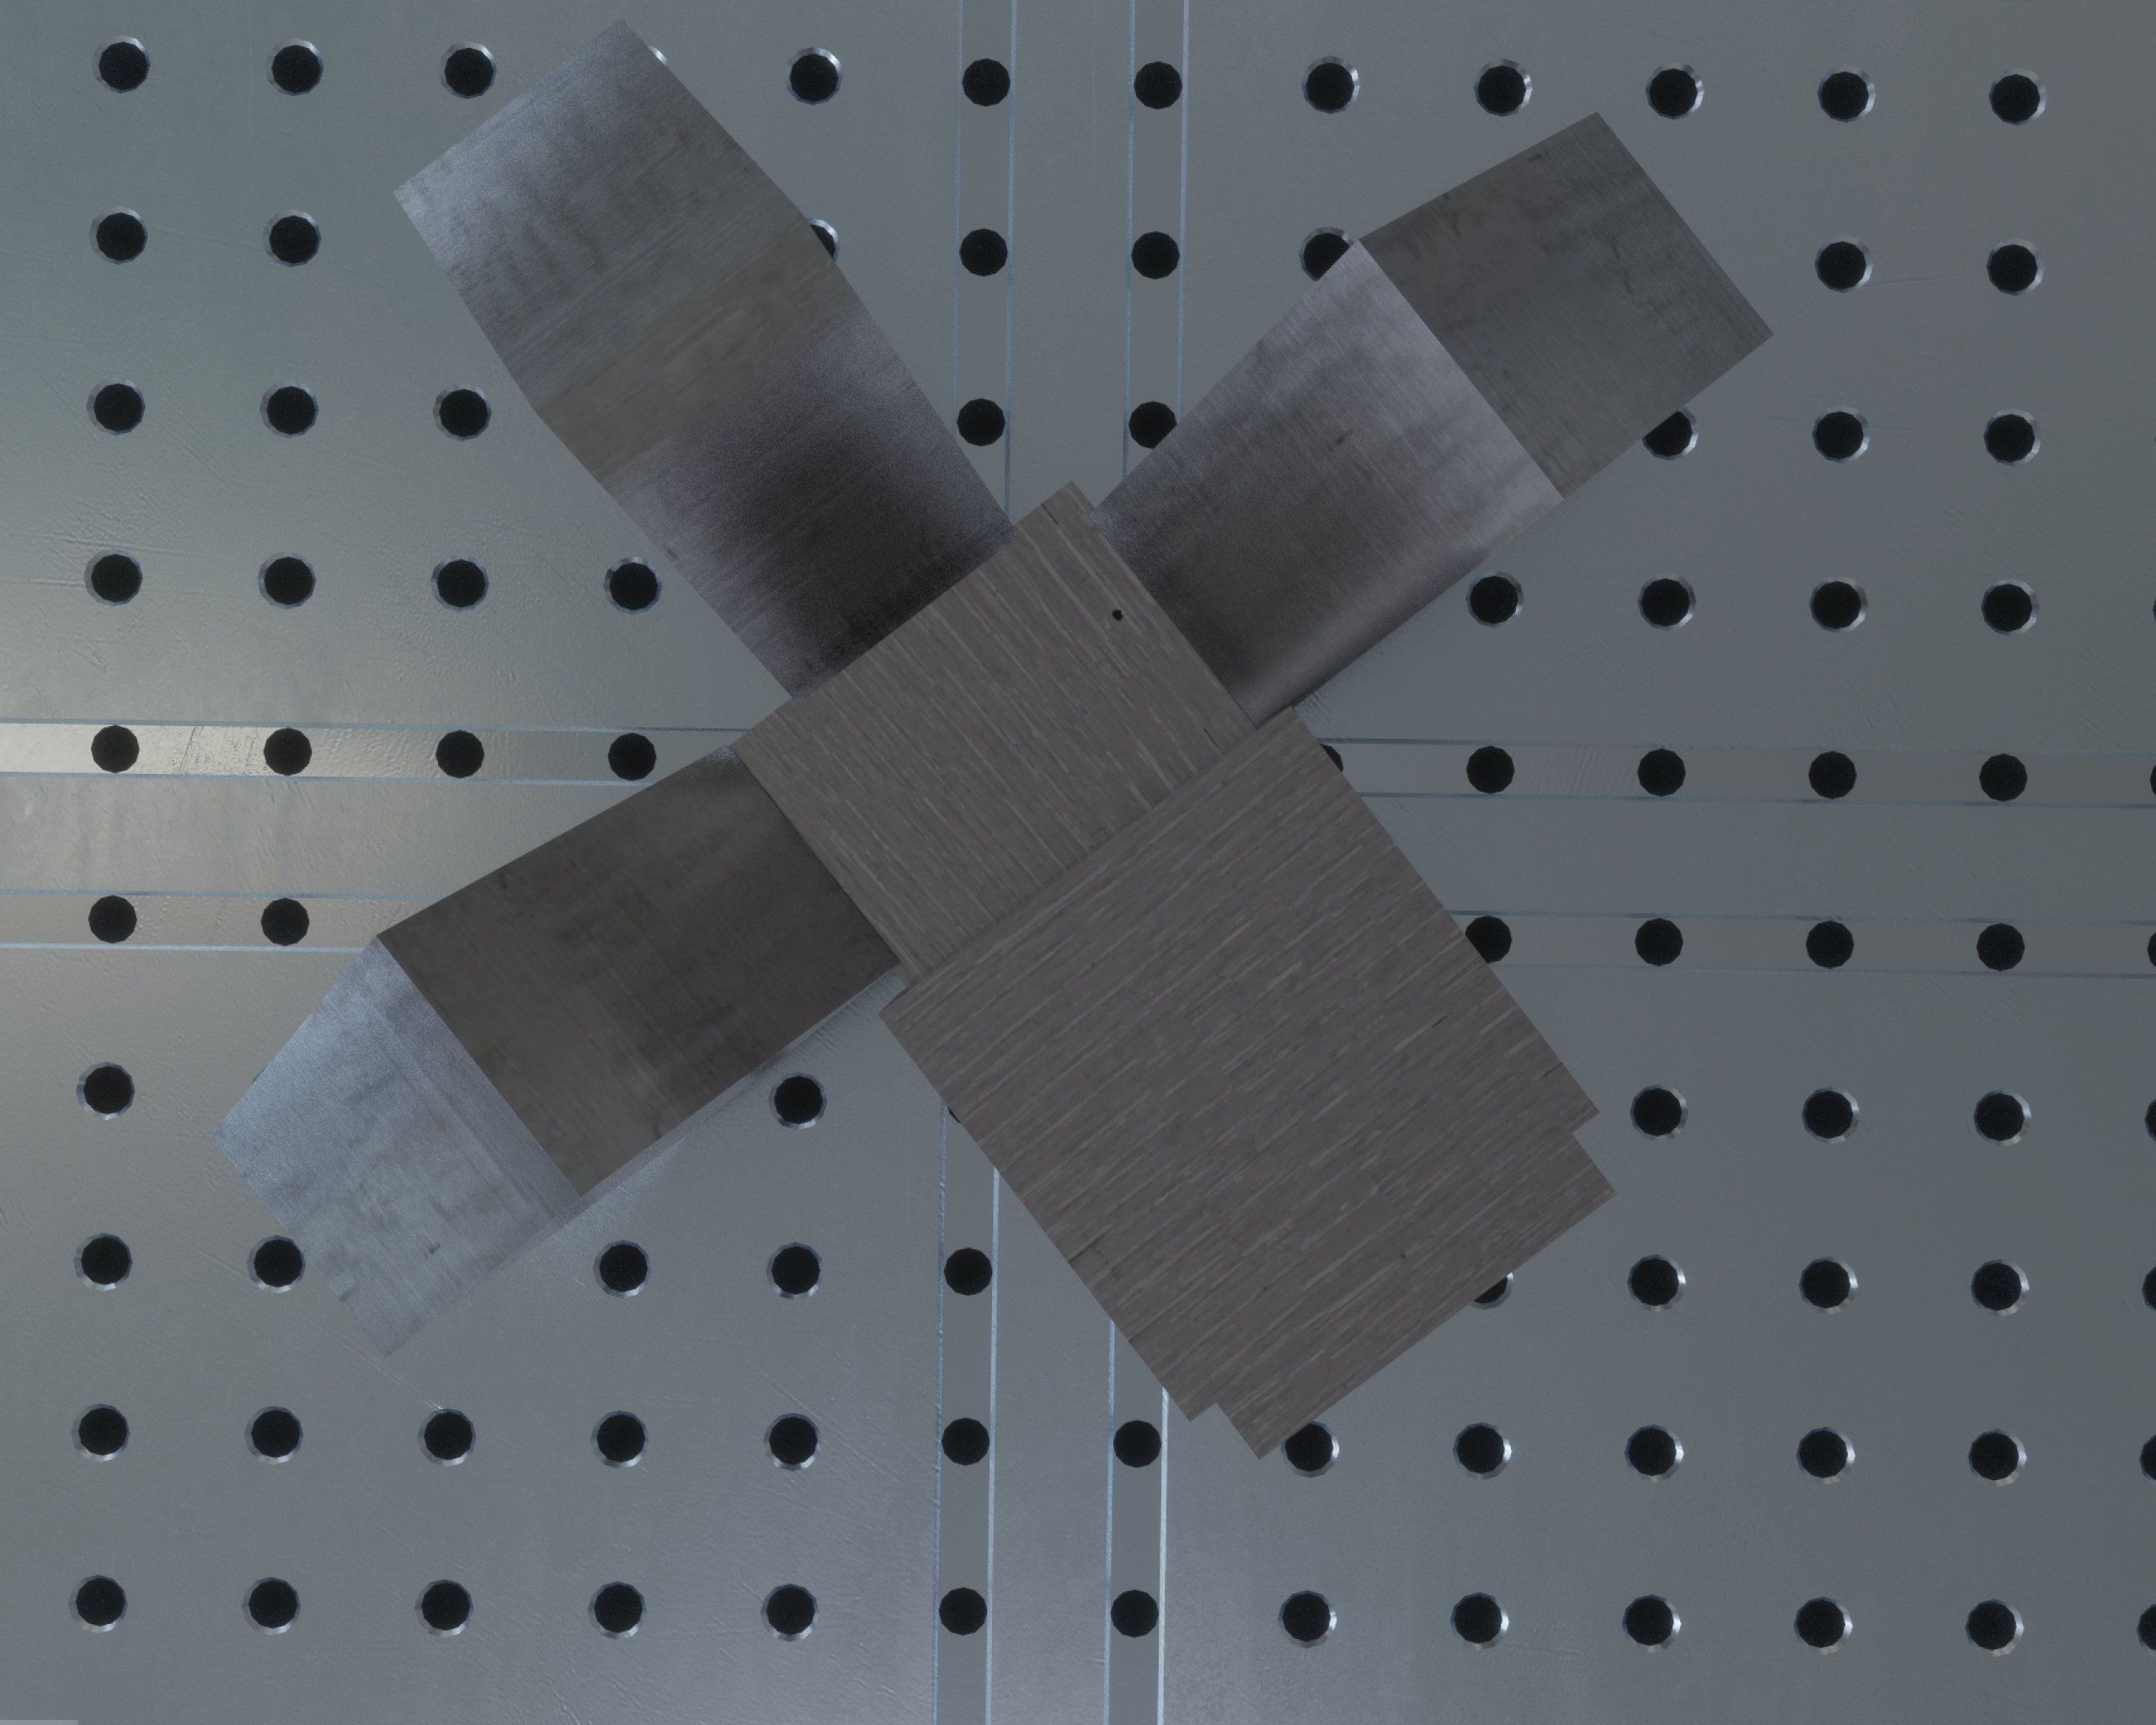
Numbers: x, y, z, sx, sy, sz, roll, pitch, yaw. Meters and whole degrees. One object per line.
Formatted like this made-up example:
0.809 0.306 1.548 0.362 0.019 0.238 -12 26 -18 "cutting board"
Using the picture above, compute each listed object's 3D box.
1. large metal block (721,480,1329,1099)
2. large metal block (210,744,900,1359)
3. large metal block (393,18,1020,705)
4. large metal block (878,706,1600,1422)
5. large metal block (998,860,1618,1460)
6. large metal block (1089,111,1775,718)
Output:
-0.008 -0.013 0.401 0.080 0.050 0.080 -38 90 0 "large metal block"
-0.092 0.033 0.370 0.050 0.080 0.080 52 132 1 "large metal block"
-0.065 -0.088 0.370 0.050 0.080 0.080 -38 51 0 "large metal block"
0.025 0.031 0.350 0.080 0.050 0.080 -37 91 -1 "large metal block"
0.041 0.052 0.400 0.080 0.050 0.080 -37 89 -1 "large metal block"
0.062 -0.077 0.371 0.050 0.080 0.080 52 50 0 "large metal block"
